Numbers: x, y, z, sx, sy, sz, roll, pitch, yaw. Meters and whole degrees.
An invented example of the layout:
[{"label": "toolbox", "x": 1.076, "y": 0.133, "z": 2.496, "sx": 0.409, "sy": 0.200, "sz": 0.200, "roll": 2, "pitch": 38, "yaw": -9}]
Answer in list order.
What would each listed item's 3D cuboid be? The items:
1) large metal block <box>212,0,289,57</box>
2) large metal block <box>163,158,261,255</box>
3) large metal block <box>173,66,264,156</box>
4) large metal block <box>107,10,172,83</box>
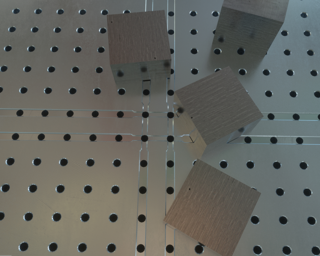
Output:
[{"label": "large metal block", "x": 0.126, "y": -0.153, "z": 0.439, "sx": 0.080, "sy": 0.080, "sz": 0.050, "roll": 17, "pitch": 71, "yaw": 6}, {"label": "large metal block", "x": 0.058, "y": 0.095, "z": 0.364, "sx": 0.080, "sy": 0.050, "sz": 0.080, "roll": 29, "pitch": 72, "yaw": 10}, {"label": "large metal block", "x": 0.072, "y": -0.022, "z": 0.407, "sx": 0.080, "sy": 0.050, "sz": 0.080, "roll": -26, "pitch": 72, "yaw": -9}, {"label": "large metal block", "x": -0.029, "y": -0.115, "z": 0.440, "sx": 0.080, "sy": 0.050, "sz": 0.080, "roll": -6, "pitch": 70, "yaw": -2}]
